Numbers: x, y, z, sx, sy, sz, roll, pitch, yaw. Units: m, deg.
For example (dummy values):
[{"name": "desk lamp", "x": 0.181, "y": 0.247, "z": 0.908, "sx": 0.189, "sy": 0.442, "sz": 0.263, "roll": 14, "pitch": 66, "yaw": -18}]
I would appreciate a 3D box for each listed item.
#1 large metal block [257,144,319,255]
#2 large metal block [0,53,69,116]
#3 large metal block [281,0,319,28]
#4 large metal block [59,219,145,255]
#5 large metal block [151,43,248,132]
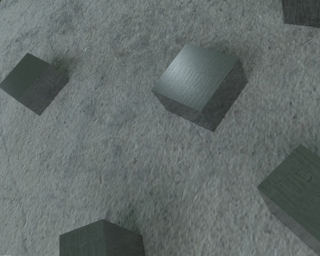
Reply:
[{"name": "large metal block", "x": 0.135, "y": 0.070, "z": 0.255, "sx": 0.050, "sy": 0.080, "sz": 0.080, "roll": -44, "pitch": 51, "yaw": -2}, {"name": "large metal block", "x": -0.225, "y": -0.079, "z": 0.552, "sx": 0.080, "sy": 0.050, "sz": 0.080, "roll": 28, "pitch": 77, "yaw": 37}, {"name": "large metal block", "x": 0.192, "y": -0.184, "z": 0.381, "sx": 0.050, "sy": 0.080, "sz": 0.080, "roll": 23, "pitch": 74, "yaw": 36}, {"name": "large metal block", "x": -0.052, "y": 0.145, "z": 0.305, "sx": 0.050, "sy": 0.080, "sz": 0.080, "roll": -24, "pitch": 53, "yaw": 13}, {"name": "large metal block", "x": 0.050, "y": -0.053, "z": 0.393, "sx": 0.080, "sy": 0.050, "sz": 0.080, "roll": 28, "pitch": 77, "yaw": 37}]
